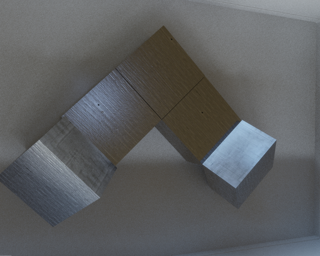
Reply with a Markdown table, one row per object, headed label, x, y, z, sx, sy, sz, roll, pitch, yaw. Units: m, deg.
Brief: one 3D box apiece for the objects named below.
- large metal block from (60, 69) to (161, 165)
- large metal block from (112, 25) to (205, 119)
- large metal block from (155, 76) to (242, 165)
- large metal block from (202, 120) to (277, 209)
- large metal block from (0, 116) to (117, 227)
| label | x | y | z | sx | sy | sz | roll | pitch | yaw |
| --- | --- | --- | --- | --- | --- | --- | --- | --- | --- |
| large metal block | -0.060 | -0.011 | 0.373 | 0.080 | 0.050 | 0.080 | -46 | 104 | -14 |
| large metal block | -0.005 | -0.067 | 0.393 | 0.080 | 0.050 | 0.080 | -46 | 104 | -14 |
| large metal block | 0.047 | -0.009 | 0.413 | 0.080 | 0.050 | 0.080 | -46 | 104 | -14 |
| large metal block | 0.107 | 0.050 | 0.412 | 0.080 | 0.050 | 0.080 | -46 | 148 | -14 |
| large metal block | -0.109 | 0.048 | 0.332 | 0.080 | 0.050 | 0.080 | -35 | 106 | 27 |
